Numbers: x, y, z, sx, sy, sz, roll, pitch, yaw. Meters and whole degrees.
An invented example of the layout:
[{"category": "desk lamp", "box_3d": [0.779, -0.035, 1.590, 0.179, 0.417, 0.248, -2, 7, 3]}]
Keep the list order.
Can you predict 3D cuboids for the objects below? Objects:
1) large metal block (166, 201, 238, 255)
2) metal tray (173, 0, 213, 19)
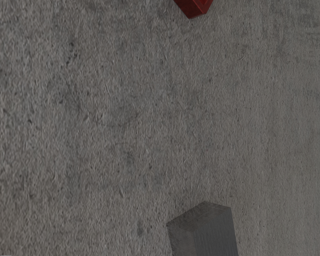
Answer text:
[{"category": "large metal block", "box_3d": [0.062, 0.161, 0.441, 0.081, 0.050, 0.079, -18, 102, -39]}, {"category": "metal tray", "box_3d": [0.031, -0.230, 0.426, 0.130, 0.030, 0.090, 40, 66, -33]}]
